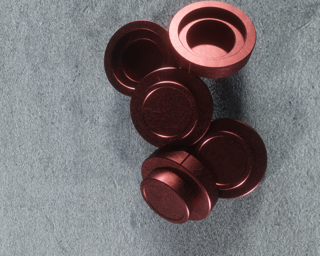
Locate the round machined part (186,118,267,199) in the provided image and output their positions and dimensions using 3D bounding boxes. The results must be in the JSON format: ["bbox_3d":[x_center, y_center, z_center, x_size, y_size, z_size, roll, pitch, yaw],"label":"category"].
[{"bbox_3d":[0.077,0.037,0.373,0.098,0.042,0.097,0,90,19],"label":"round machined part"}]

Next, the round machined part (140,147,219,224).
[{"bbox_3d":[0.016,0.074,0.368,0.098,0.042,0.097,24,136,26],"label":"round machined part"}]

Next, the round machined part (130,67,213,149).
[{"bbox_3d":[0.012,-0.021,0.361,0.098,0.042,0.097,2,101,11],"label":"round machined part"}]

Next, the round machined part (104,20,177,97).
[{"bbox_3d":[-0.020,-0.087,0.407,0.098,0.042,0.097,0,90,19],"label":"round machined part"}]

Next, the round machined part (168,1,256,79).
[{"bbox_3d":[0.059,-0.098,0.365,0.099,0.042,0.098,0,65,0],"label":"round machined part"}]
